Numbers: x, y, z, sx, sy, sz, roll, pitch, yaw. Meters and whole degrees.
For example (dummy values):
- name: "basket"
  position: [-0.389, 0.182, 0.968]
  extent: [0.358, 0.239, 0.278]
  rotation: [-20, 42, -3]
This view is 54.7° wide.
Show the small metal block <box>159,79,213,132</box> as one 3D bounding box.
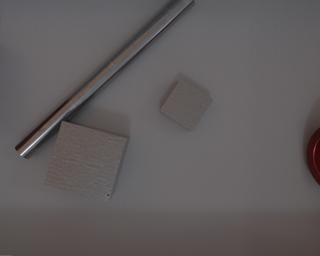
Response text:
- name: "small metal block"
  position: [0.034, -0.030, 0.412]
  extent: [0.050, 0.025, 0.050]
  rotation: [33, 90, -1]

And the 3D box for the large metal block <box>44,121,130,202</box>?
- name: "large metal block"
  position: [-0.090, 0.040, 0.398]
  extent: [0.080, 0.050, 0.080]
  rotation: [16, 90, -1]

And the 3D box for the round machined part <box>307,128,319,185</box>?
- name: "round machined part"
  position: [0.240, 0.037, 0.385]
  extent: [0.042, 0.098, 0.097]
  rotation: [-5, 90, -31]

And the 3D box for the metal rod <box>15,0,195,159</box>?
- name: "metal rod"
  position: [-0.072, -0.070, 0.410]
  extent: [0.300, 0.025, 0.025]
  rotation: [-43, 91, -1]
